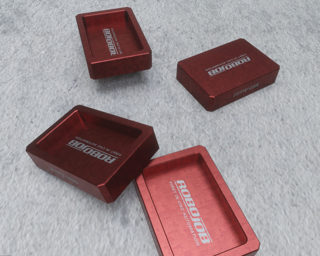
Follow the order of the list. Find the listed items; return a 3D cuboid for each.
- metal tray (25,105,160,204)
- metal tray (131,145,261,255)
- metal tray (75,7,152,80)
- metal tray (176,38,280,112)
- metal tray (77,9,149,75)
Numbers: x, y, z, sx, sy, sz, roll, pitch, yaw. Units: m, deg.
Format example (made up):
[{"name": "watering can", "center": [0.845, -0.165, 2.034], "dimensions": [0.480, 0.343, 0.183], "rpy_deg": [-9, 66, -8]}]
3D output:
[{"name": "metal tray", "center": [-0.078, 0.023, 0.357], "dimensions": [0.130, 0.030, 0.090], "rpy_deg": [17, 50, 33]}, {"name": "metal tray", "center": [0.031, 0.086, 0.327], "dimensions": [0.091, 0.030, 0.130], "rpy_deg": [-16, 52, -13]}, {"name": "metal tray", "center": [-0.072, -0.133, 0.470], "dimensions": [0.091, 0.030, 0.130], "rpy_deg": [-13, 51, -11]}, {"name": "metal tray", "center": [0.102, -0.085, 0.473], "dimensions": [0.131, 0.030, 0.090], "rpy_deg": [-24, 54, -20]}, {"name": "metal tray", "center": [-0.081, -0.149, 0.523], "dimensions": [0.091, 0.030, 0.130], "rpy_deg": [-15, 52, -13]}]
